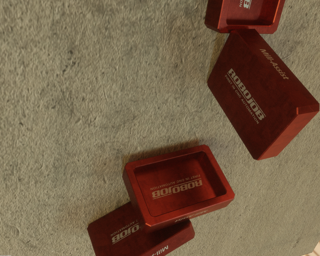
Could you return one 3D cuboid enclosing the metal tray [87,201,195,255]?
[{"bbox_3d":[-0.029,0.146,0.439,0.131,0.090,0.030,-27,128,-11],"label":"metal tray"}]

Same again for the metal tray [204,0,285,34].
[{"bbox_3d":[0.107,-0.176,0.352,0.091,0.030,0.129,-7,122,-25],"label":"metal tray"}]

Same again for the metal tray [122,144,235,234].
[{"bbox_3d":[0.024,0.079,0.423,0.131,0.090,0.030,-12,148,-22],"label":"metal tray"}]

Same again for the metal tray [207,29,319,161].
[{"bbox_3d":[0.109,-0.040,0.357,0.030,0.130,0.089,-9,145,-23],"label":"metal tray"}]
